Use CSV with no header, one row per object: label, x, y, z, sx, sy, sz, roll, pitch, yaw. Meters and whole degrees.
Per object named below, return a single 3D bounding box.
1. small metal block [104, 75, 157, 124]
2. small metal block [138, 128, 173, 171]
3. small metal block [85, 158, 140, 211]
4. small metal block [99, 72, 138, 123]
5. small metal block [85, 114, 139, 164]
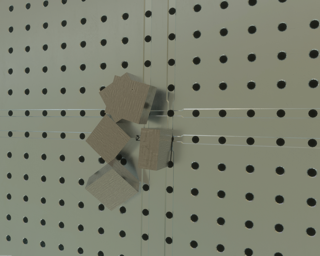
small metal block,-0.038,-0.036,0.400,0.050,0.025,0.050,18,96,18
small metal block,-0.005,0.026,0.401,0.025,0.050,0.050,6,92,20
small metal block,-0.064,0.078,0.424,0.050,0.025,0.050,-37,111,16
small metal block,-0.048,-0.041,0.430,0.050,0.025,0.050,-33,80,17
small metal block,-0.068,0.016,0.437,0.050,0.025,0.050,43,103,15
